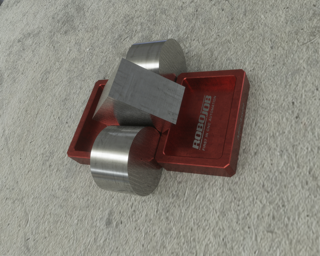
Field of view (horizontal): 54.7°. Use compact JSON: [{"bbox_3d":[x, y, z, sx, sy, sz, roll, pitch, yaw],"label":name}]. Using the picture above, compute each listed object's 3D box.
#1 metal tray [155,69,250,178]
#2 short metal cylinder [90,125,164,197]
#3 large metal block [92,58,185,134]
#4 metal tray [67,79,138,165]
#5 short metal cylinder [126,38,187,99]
[{"bbox_3d":[0.054,-0.009,0.380,0.090,0.030,0.130,2,62,29],"label":"metal tray"},{"bbox_3d":[-0.036,0.037,0.366,0.050,0.080,0.080,2,63,29],"label":"short metal cylinder"},{"bbox_3d":[-0.028,-0.030,0.377,0.080,0.080,0.050,-35,36,61],"label":"large metal block"},{"bbox_3d":[-0.070,-0.010,0.445,0.090,0.030,0.130,2,62,29],"label":"metal tray"},{"bbox_3d":[-0.004,-0.078,0.420,0.050,0.080,0.080,2,63,29],"label":"short metal cylinder"}]
